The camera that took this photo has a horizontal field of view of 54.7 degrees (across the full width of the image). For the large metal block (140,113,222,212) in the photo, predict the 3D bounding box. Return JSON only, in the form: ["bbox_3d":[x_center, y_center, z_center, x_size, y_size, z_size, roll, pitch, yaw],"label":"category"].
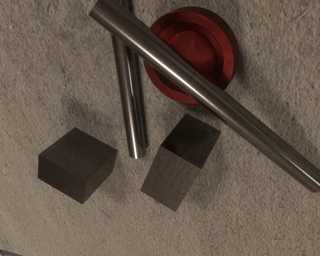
[{"bbox_3d":[0.026,0.041,0.382,0.050,0.080,0.079,30,128,9],"label":"large metal block"}]

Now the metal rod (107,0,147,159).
[{"bbox_3d":[-0.043,-0.092,0.370,0.025,0.025,0.298,9,122,23],"label":"metal rod"}]

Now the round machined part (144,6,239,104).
[{"bbox_3d":[0.035,-0.078,0.329,0.098,0.042,0.097,13,124,20],"label":"round machined part"}]

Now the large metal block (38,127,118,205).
[{"bbox_3d":[-0.123,0.054,0.468,0.080,0.080,0.050,27,128,11],"label":"large metal block"}]

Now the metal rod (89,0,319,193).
[{"bbox_3d":[0.063,-0.022,0.308,0.301,0.025,0.025,36,131,-17],"label":"metal rod"}]
